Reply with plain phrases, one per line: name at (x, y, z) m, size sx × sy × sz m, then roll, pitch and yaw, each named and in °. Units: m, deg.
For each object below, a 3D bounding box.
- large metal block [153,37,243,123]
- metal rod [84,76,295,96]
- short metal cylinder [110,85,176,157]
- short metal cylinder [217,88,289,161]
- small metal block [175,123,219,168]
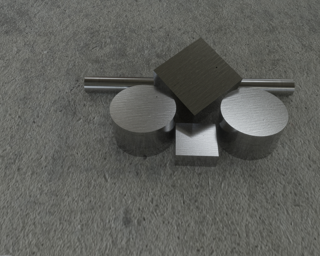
large metal block at (0.048, -0.060, 0.416) m, size 0.080 × 0.050 × 0.080 m, roll -37°, pitch 75°, yaw -12°
metal rod at (0.042, -0.062, 0.456) m, size 0.302 × 0.025 × 0.025 m, roll 1°, pitch 50°, yaw 0°
short metal cylinder at (-0.021, -0.010, 0.395) m, size 0.081 × 0.050 × 0.080 m, roll 0°, pitch 50°, yaw 0°
short metal cylinder at (0.114, -0.005, 0.393) m, size 0.081 × 0.050 × 0.080 m, roll 0°, pitch 50°, yaw 0°
small metal block at (0.044, 0.021, 0.388) m, size 0.050 × 0.025 × 0.050 m, roll 2°, pitch 50°, yaw 1°
